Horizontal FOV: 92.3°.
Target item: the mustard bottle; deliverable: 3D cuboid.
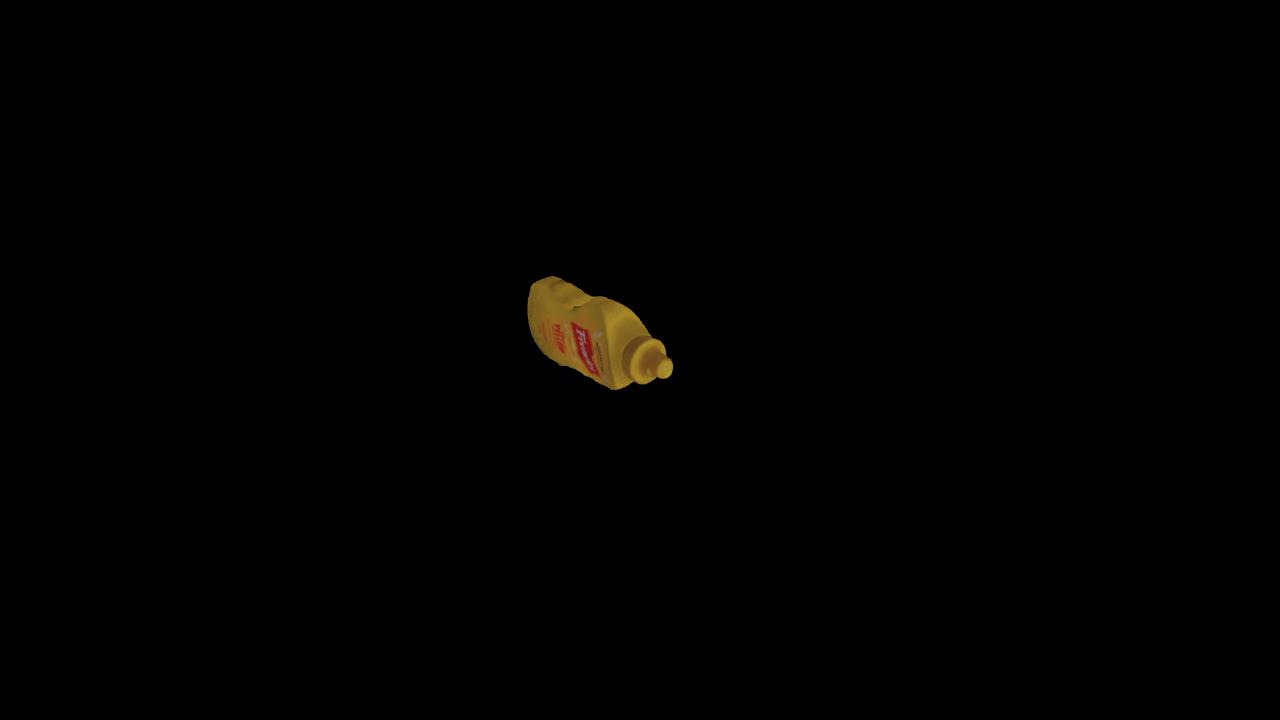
[{"bbox_3d":[-0.036,-0.019,0.586,0.054,0.092,0.184,-22,32,-35],"label":"mustard bottle"}]
